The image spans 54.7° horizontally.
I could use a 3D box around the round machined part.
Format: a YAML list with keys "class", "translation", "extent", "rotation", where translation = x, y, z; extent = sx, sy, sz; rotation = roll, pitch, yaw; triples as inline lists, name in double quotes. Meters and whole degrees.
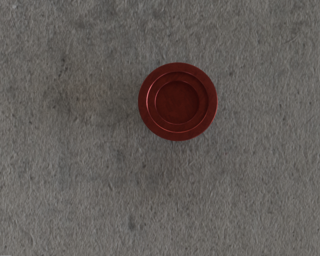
- class: "round machined part"
  translation: [0.022, -0.033, 0.402]
  extent: [0.099, 0.042, 0.097]
  rotation: [0, 90, -1]
